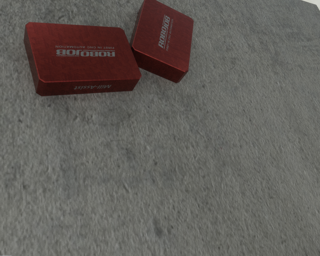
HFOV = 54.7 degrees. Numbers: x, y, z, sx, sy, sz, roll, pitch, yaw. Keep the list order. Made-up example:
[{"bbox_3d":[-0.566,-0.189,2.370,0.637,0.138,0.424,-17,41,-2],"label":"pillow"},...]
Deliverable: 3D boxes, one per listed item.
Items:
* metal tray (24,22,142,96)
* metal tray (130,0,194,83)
[{"bbox_3d":[-0.099,-0.090,0.403,0.131,0.030,0.090,-8,66,-32],"label":"metal tray"},{"bbox_3d":[0.003,-0.142,0.491,0.091,0.030,0.130,21,54,-17],"label":"metal tray"}]
